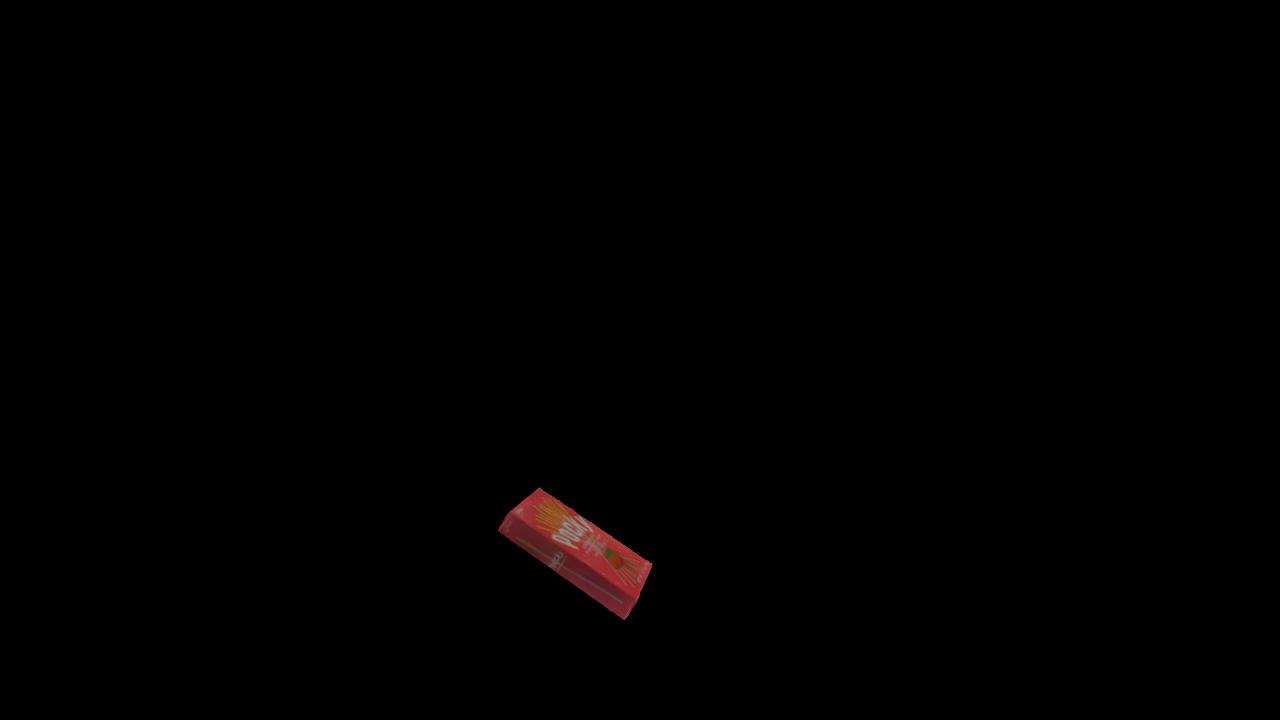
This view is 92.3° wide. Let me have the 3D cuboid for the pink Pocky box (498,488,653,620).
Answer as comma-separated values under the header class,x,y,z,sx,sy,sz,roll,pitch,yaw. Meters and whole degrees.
class,x,y,z,sx,sy,sz,roll,pitch,yaw
pink Pocky box,-0.064,0.196,0.640,0.155,0.029,0.084,32,11,7
